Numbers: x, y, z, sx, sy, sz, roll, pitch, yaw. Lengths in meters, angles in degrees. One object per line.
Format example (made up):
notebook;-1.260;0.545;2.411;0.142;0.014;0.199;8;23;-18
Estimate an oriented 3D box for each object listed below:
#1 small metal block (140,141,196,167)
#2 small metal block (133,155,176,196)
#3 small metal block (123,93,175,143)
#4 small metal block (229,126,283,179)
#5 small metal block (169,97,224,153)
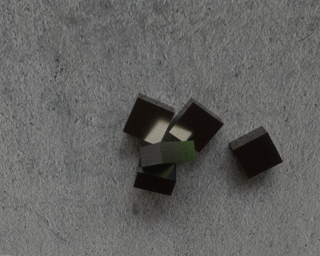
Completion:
small metal block;0.009;0.033;0.393;0.050;0.050;0.025;-1;79;-33
small metal block;-0.006;0.060;0.417;0.050;0.050;0.025;14;116;-6
small metal block;-0.015;-0.011;0.405;0.050;0.025;0.050;23;108;-8
small metal block;0.130;0.033;0.423;0.050;0.025;0.050;-29;108;10
small metal block;0.047;-0.004;0.409;0.050;0.025;0.050;34;106;-12
